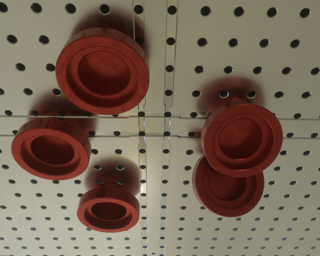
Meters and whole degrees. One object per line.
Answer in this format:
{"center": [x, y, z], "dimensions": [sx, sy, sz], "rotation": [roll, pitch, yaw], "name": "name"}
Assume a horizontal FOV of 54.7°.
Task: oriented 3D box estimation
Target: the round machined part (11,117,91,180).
{"center": [-0.142, 0.023, 0.418], "dimensions": [0.099, 0.042, 0.097], "rotation": [-1, 130, 0], "name": "round machined part"}

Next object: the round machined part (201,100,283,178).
{"center": [0.101, 0.011, 0.398], "dimensions": [0.099, 0.042, 0.097], "rotation": [-1, 109, -3], "name": "round machined part"}

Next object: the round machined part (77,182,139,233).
{"center": [-0.082, 0.127, 0.508], "dimensions": [0.099, 0.042, 0.097], "rotation": [-1, 130, 0], "name": "round machined part"}

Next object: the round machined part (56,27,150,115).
{"center": [-0.061, -0.065, 0.344], "dimensions": [0.099, 0.042, 0.097], "rotation": [-1, 130, 0], "name": "round machined part"}

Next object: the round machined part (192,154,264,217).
{"center": [0.093, 0.075, 0.443], "dimensions": [0.099, 0.098, 0.042], "rotation": [8, 170, -7], "name": "round machined part"}
